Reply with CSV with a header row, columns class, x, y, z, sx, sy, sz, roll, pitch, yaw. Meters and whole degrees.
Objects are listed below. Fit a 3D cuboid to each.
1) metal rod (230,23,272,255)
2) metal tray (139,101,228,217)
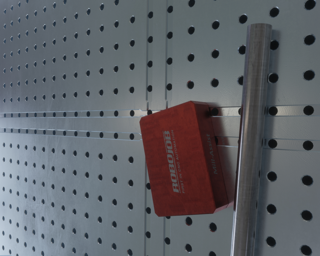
class,x,y,z,sx,sy,sz,roll,pitch,yaw
metal rod,0.095,0.043,0.331,0.025,0.025,0.298,6,94,40
metal tray,0.026,0.040,0.385,0.090,0.030,0.129,-17,79,38
